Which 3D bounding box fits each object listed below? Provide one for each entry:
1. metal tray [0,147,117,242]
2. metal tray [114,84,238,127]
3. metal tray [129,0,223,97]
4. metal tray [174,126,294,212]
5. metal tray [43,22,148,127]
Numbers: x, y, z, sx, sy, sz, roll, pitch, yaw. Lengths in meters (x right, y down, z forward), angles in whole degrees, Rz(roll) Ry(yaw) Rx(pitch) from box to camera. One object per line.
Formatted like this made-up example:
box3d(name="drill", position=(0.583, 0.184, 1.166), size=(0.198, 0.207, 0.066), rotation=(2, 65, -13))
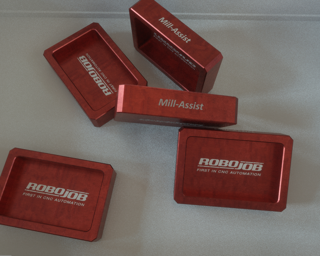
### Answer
box3d(name="metal tray", position=(-0.127, 0.080, 0.376), size=(0.131, 0.030, 0.090), rotation=(10, 70, 3))
box3d(name="metal tray", position=(0.014, -0.021, 0.367), size=(0.131, 0.090, 0.030), rotation=(5, 85, -11))
box3d(name="metal tray", position=(0.018, -0.102, 0.412), size=(0.130, 0.090, 0.030), rotation=(43, 76, 14))
box3d(name="metal tray", position=(0.085, 0.047, 0.371), size=(0.131, 0.030, 0.089), rotation=(4, 94, 1))
box3d(name="metal tray", position=(-0.089, -0.077, 0.434), size=(0.090, 0.030, 0.130), rotation=(-35, 74, -12))
